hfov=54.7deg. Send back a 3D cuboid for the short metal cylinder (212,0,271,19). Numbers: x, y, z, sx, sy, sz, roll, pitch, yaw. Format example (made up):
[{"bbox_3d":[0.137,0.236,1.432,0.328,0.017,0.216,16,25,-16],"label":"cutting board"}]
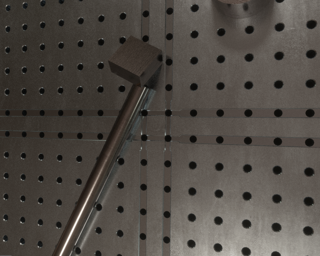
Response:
[{"bbox_3d":[0.095,-0.177,0.365,0.080,0.050,0.079,0,90,19],"label":"short metal cylinder"}]

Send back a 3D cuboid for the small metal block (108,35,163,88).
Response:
[{"bbox_3d":[-0.032,-0.088,0.411,0.050,0.025,0.050,30,67,17],"label":"small metal block"}]

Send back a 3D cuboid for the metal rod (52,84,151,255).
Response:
[{"bbox_3d":[-0.089,0.074,0.442,0.025,0.025,0.298,29,99,17],"label":"metal rod"}]
